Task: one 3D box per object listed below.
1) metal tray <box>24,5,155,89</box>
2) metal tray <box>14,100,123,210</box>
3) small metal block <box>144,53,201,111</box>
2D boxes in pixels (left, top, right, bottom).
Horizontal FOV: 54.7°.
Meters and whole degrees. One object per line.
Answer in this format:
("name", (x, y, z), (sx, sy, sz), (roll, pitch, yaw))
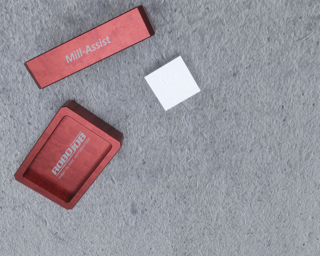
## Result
("metal tray", (-0.070, -0.091, 0.340), (0.130, 0.090, 0.030), (-23, 109, 8))
("metal tray", (-0.122, 0.039, 0.419), (0.090, 0.030, 0.130), (36, 106, -13))
("small metal block", (0.015, -0.058, 0.389), (0.050, 0.025, 0.050), (-30, 108, 10))
